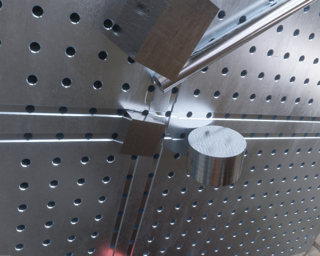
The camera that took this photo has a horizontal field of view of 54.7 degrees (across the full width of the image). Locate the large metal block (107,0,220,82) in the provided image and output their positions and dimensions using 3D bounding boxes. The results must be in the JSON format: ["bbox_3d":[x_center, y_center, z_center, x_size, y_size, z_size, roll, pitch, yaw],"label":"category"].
[{"bbox_3d":[-0.001,-0.105,0.312,0.050,0.080,0.080,23,106,-37],"label":"large metal block"}]

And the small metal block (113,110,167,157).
[{"bbox_3d":[-0.027,0.008,0.403,0.050,0.025,0.050,10,113,-33],"label":"small metal block"}]

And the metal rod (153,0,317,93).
[{"bbox_3d":[0.125,-0.133,0.399,0.301,0.025,0.025,-32,129,-8],"label":"metal rod"}]

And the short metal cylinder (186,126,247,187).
[{"bbox_3d":[0.079,0.038,0.445,0.081,0.080,0.050,-13,124,-22],"label":"short metal cylinder"}]
